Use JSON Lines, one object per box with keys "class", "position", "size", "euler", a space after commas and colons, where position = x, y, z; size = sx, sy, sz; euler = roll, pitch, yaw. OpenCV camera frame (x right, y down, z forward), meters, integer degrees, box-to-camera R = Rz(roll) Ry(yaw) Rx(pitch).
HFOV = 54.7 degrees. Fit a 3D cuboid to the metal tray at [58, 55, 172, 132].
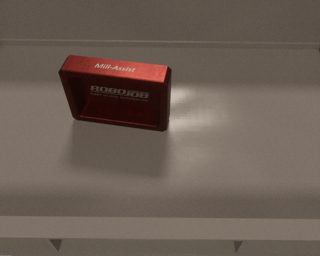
{"class": "metal tray", "position": [-0.053, -0.042, 0.397], "size": [0.131, 0.089, 0.030], "euler": [8, 51, 6]}
